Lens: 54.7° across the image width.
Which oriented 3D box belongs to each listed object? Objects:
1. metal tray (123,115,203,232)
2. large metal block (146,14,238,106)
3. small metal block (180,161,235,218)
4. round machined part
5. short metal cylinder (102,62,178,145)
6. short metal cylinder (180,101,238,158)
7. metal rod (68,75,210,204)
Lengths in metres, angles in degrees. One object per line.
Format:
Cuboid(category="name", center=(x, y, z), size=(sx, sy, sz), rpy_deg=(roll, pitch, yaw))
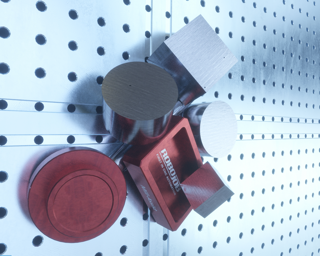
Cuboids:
Cuboid(category="metal tray", center=(0.015, 0.058, 0.400), size=(0.090, 0.030, 0.129), rpy_deg=(-45, 130, -30))
Cuboid(category="large metal block", center=(0.044, -0.090, 0.414), size=(0.080, 0.050, 0.080), rpy_deg=(49, 59, -6))
Cuboid(category="small metal block", center=(0.061, 0.080, 0.406), size=(0.050, 0.050, 0.025), rpy_deg=(-42, 124, 8))
Cuboid(category="round machined part", center=(-0.081, 0.070, 0.314), size=(0.099, 0.042, 0.097), rpy_deg=(-3, 97, -24))
Cuboid(category="short metal cylinder", center=(-0.024, -0.028, 0.346), size=(0.081, 0.050, 0.080), rpy_deg=(5, 57, -7))
Cuboid(category="short metal cylinder", center=(0.067, 0.002, 0.448), size=(0.081, 0.050, 0.079), rpy_deg=(0, 90, -40))
Cuboid(category="metal rod", center=(0.000, -0.009, 0.412), size=(0.301, 0.025, 0.025), rpy_deg=(-45, 117, -30))
